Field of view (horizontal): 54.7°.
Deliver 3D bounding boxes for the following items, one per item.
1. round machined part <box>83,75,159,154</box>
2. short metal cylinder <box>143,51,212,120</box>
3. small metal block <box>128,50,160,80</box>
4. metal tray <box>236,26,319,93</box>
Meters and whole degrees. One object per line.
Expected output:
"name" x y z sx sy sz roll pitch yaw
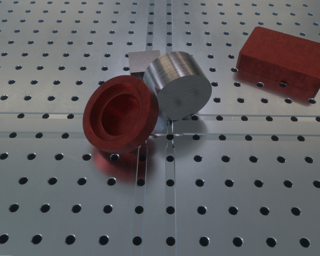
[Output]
"round machined part" -0.045 -0.014 0.389 0.098 0.042 0.098 -10 65 24
"short metal cylinder" 0.023 -0.056 0.419 0.081 0.080 0.050 -14 52 -12
"small metal block" -0.022 -0.096 0.488 0.050 0.025 0.050 -6 50 -5
"metal tray" 0.202 -0.115 0.502 0.130 0.030 0.090 23 53 18
